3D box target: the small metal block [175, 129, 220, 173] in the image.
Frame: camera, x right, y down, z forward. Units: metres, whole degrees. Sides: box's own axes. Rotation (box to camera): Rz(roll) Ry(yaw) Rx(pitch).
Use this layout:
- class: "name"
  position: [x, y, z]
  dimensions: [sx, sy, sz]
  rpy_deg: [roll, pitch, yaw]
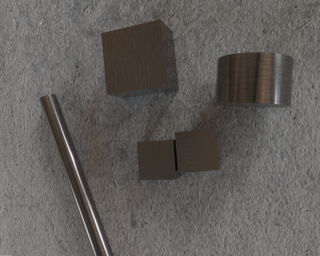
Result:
- class: "small metal block"
  position: [0.046, 0.028, 0.386]
  dimensions: [0.050, 0.025, 0.050]
  rpy_deg: [-5, 88, 4]

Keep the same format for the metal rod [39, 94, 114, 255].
- class: "metal rod"
  position: [-0.114, 0.091, 0.447]
  dimensions: [0.025, 0.025, 0.299]
  rpy_deg: [-24, 82, 18]

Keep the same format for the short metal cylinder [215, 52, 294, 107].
- class: "short metal cylinder"
  position: [0.103, -0.050, 0.343]
  dimensions: [0.080, 0.080, 0.050]
  rpy_deg: [3, 91, 19]

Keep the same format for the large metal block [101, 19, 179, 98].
- class: "large metal block"
  position: [-0.025, -0.086, 0.404]
  dimensions: [0.080, 0.050, 0.080]
  rpy_deg: [-7, 88, 19]

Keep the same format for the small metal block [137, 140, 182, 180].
- class: "small metal block"
  position: [-0.001, 0.041, 0.409]
  dimensions: [0.050, 0.025, 0.050]
  rpy_deg: [-4, 89, 19]
